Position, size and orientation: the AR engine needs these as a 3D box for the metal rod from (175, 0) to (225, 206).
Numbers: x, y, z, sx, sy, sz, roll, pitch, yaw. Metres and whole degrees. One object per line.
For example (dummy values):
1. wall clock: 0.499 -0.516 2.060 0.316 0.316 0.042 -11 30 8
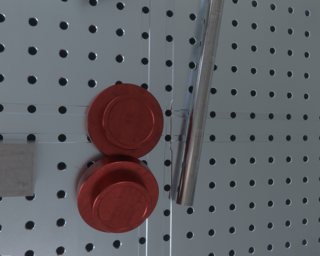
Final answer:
1. metal rod: 0.057 -0.043 0.433 0.025 0.025 0.298 10 87 -20

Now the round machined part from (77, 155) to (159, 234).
1. round machined part: -0.048 0.085 0.371 0.099 0.042 0.097 -6 110 -16

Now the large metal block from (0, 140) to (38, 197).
1. large metal block: -0.172 0.038 0.320 0.081 0.080 0.050 2 90 -20

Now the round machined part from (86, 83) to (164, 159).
1. round machined part: -0.041 -0.008 0.388 0.099 0.042 0.097 0 90 -20
